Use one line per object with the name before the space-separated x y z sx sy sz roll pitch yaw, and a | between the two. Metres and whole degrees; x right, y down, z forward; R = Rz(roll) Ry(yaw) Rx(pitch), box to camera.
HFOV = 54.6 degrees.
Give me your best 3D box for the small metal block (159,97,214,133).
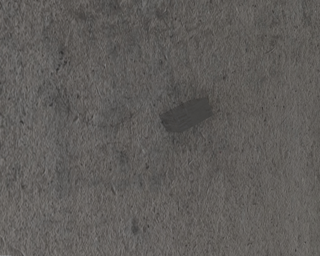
small metal block | 0.034 -0.017 0.408 0.050 0.050 0.025 -28 100 -18
